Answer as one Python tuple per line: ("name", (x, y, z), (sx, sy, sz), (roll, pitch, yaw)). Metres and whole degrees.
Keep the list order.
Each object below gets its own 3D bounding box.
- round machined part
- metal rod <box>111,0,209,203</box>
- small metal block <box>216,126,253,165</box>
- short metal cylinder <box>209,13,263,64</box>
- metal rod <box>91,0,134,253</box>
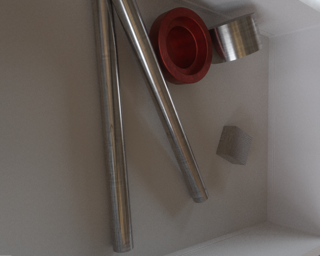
("round machined part", (0.023, -0.106, 0.416), (0.099, 0.042, 0.097), (0, 90, -40))
("metal rod", (0.009, -0.023, 0.400), (0.025, 0.025, 0.299), (-39, 119, -33))
("small metal block", (0.124, 0.029, 0.514), (0.050, 0.025, 0.050), (30, 71, -36))
("short metal cylinder", (0.107, -0.134, 0.463), (0.081, 0.080, 0.050), (-33, 111, -35))
("metal rod", (-0.055, -0.004, 0.361), (0.025, 0.025, 0.298), (-7, 95, -40))
